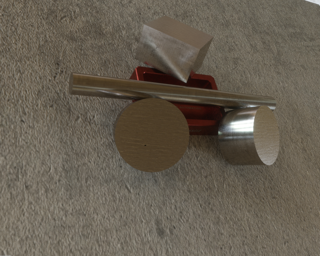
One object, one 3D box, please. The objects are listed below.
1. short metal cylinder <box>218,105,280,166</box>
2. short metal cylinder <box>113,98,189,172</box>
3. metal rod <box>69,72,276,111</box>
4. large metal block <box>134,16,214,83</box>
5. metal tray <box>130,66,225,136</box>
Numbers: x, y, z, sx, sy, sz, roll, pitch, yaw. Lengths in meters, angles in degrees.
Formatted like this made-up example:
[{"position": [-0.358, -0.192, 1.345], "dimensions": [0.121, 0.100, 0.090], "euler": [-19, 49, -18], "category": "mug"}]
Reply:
[{"position": [0.124, 0.012, 0.428], "dimensions": [0.081, 0.050, 0.080], "euler": [8, 79, -47], "category": "short metal cylinder"}, {"position": [-0.012, 0.006, 0.355], "dimensions": [0.081, 0.050, 0.079], "euler": [-1, 93, -11], "category": "short metal cylinder"}, {"position": [0.036, -0.043, 0.412], "dimensions": [0.302, 0.025, 0.025], "euler": [3, 61, -27], "category": "metal rod"}, {"position": [0.022, -0.116, 0.444], "dimensions": [0.080, 0.050, 0.080], "euler": [27, 34, 8], "category": "large metal block"}, {"position": [0.027, -0.036, 0.439], "dimensions": [0.131, 0.030, 0.090], "euler": [2, 61, -27], "category": "metal tray"}]
